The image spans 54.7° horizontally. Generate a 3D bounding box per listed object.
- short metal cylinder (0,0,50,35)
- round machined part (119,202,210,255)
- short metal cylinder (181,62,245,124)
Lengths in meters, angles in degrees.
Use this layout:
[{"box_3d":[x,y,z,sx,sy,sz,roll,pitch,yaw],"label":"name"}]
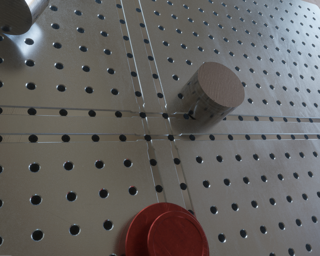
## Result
[{"box_3d":[-0.182,-0.160,0.373,0.080,0.080,0.050,24,53,-14],"label":"short metal cylinder"},{"box_3d":[0.011,0.126,0.326,0.099,0.042,0.098,14,56,-21],"label":"round machined part"},{"box_3d":[0.079,-0.052,0.466,0.081,0.050,0.080,14,56,-21],"label":"short metal cylinder"}]
